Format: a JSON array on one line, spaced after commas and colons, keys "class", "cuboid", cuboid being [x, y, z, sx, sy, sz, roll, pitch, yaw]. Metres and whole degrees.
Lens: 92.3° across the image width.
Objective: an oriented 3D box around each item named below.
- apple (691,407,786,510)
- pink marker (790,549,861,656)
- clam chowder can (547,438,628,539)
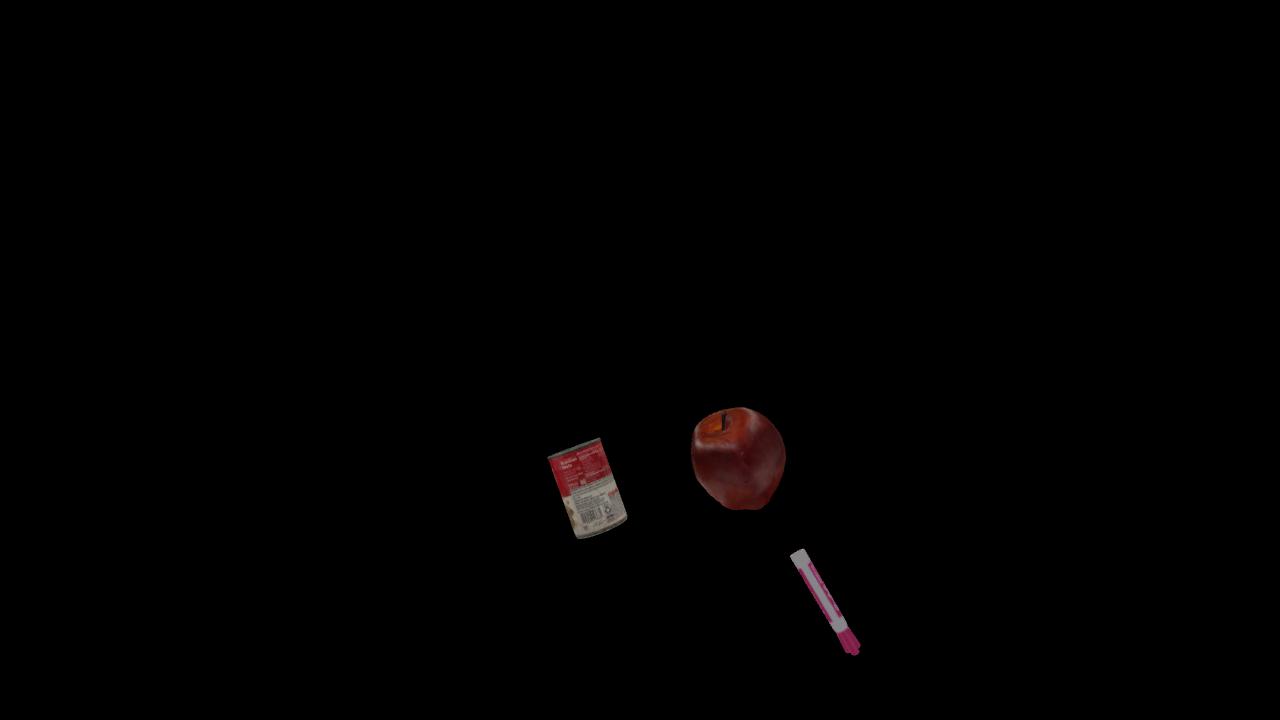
[{"class": "apple", "cuboid": [0.083, 0.083, 0.520, 0.079, 0.093, 0.079, -19, 26, 10]}, {"class": "pink marker", "cuboid": [0.207, 0.269, 0.683, 0.020, 0.121, 0.020, -28, -12, -7]}, {"class": "clam chowder can", "cuboid": [-0.062, 0.152, 0.732, 0.068, 0.102, 0.068, -20, -4, -1]}]
